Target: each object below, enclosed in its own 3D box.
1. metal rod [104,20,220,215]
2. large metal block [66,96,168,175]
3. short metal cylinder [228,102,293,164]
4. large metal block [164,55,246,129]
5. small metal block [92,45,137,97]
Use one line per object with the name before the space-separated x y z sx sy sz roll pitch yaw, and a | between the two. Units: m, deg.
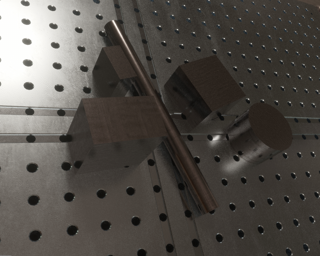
metal rod | -0.005 -0.025 0.422 0.025 0.025 0.299 -16 70 -35
large metal block | -0.050 0.008 0.342 0.081 0.080 0.050 -6 65 -31
short metal cylinder | 0.152 0.008 0.471 0.081 0.050 0.080 14 56 -21
large metal block | 0.067 -0.056 0.464 0.081 0.050 0.080 -24 75 -37
small metal block | -0.060 -0.071 0.404 0.025 0.050 0.050 -19 72 -35
